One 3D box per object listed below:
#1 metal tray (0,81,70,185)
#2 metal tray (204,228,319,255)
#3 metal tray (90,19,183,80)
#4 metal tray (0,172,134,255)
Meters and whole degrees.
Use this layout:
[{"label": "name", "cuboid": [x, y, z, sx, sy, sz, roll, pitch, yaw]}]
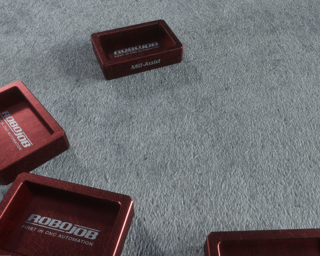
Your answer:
[{"label": "metal tray", "cuboid": [-0.190, 0.000, 0.398, 0.091, 0.030, 0.130, -33, 58, -25]}, {"label": "metal tray", "cuboid": [0.111, 0.142, 0.281, 0.131, 0.030, 0.090, -1, 50, -1]}, {"label": "metal tray", "cuboid": [-0.038, -0.132, 0.509, 0.131, 0.030, 0.090, -17, 52, -14]}, {"label": "metal tray", "cuboid": [-0.101, 0.101, 0.313, 0.131, 0.030, 0.090, 11, 51, 9]}]
